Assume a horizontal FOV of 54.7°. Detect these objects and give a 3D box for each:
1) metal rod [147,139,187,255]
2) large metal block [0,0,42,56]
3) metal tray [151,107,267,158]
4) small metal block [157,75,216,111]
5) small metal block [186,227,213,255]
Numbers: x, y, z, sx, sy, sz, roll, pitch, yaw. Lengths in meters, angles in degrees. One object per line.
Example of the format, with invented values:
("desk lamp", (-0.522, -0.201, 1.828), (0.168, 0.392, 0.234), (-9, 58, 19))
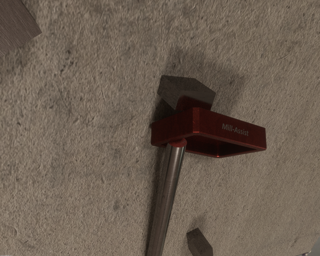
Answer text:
("metal rod", (0.003, 0.138, 0.476), (0.025, 0.025, 0.298), (-9, 129, -24))
("large metal block", (-0.156, -0.096, 0.246), (0.080, 0.050, 0.080), (-33, 129, -7))
("metal tray", (0.065, 0.011, 0.411), (0.131, 0.090, 0.030), (14, 70, -34))
("small metal block", (0.032, -0.043, 0.383), (0.050, 0.050, 0.025), (0, 118, -29))
("small metal block", (0.074, 0.222, 0.571), (0.025, 0.050, 0.050), (-22, 127, -16))
